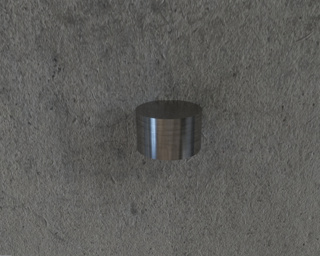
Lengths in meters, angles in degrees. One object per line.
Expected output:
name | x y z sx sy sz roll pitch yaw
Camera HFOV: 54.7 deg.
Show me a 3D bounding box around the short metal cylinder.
short metal cylinder | 0.011 0.000 0.382 0.081 0.080 0.050 -1 110 0
